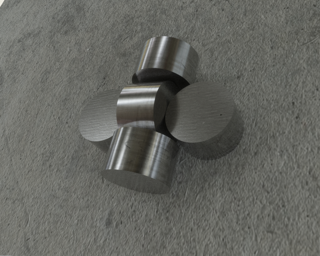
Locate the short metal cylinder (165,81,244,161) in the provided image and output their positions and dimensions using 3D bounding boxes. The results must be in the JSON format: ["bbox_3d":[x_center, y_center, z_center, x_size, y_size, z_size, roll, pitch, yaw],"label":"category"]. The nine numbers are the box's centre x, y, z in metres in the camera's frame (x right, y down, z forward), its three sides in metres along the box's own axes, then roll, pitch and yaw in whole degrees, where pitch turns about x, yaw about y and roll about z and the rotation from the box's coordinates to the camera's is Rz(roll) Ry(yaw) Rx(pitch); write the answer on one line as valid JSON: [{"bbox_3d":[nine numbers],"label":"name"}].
[{"bbox_3d":[0.053,-0.008,0.366,0.080,0.050,0.080,-13,56,21],"label":"short metal cylinder"}]

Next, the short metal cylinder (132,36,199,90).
[{"bbox_3d":[0.008,-0.075,0.413,0.080,0.080,0.050,0,62,28],"label":"short metal cylinder"}]

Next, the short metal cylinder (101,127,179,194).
[{"bbox_3d":[-0.022,0.040,0.358,0.080,0.080,0.050,0,61,28],"label":"short metal cylinder"}]

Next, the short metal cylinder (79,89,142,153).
[{"bbox_3d":[-0.063,-0.006,0.427,0.080,0.050,0.080,-13,56,20],"label":"short metal cylinder"}]

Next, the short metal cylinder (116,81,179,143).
[{"bbox_3d":[-0.010,-0.018,0.387,0.050,0.080,0.080,0,62,29],"label":"short metal cylinder"}]
